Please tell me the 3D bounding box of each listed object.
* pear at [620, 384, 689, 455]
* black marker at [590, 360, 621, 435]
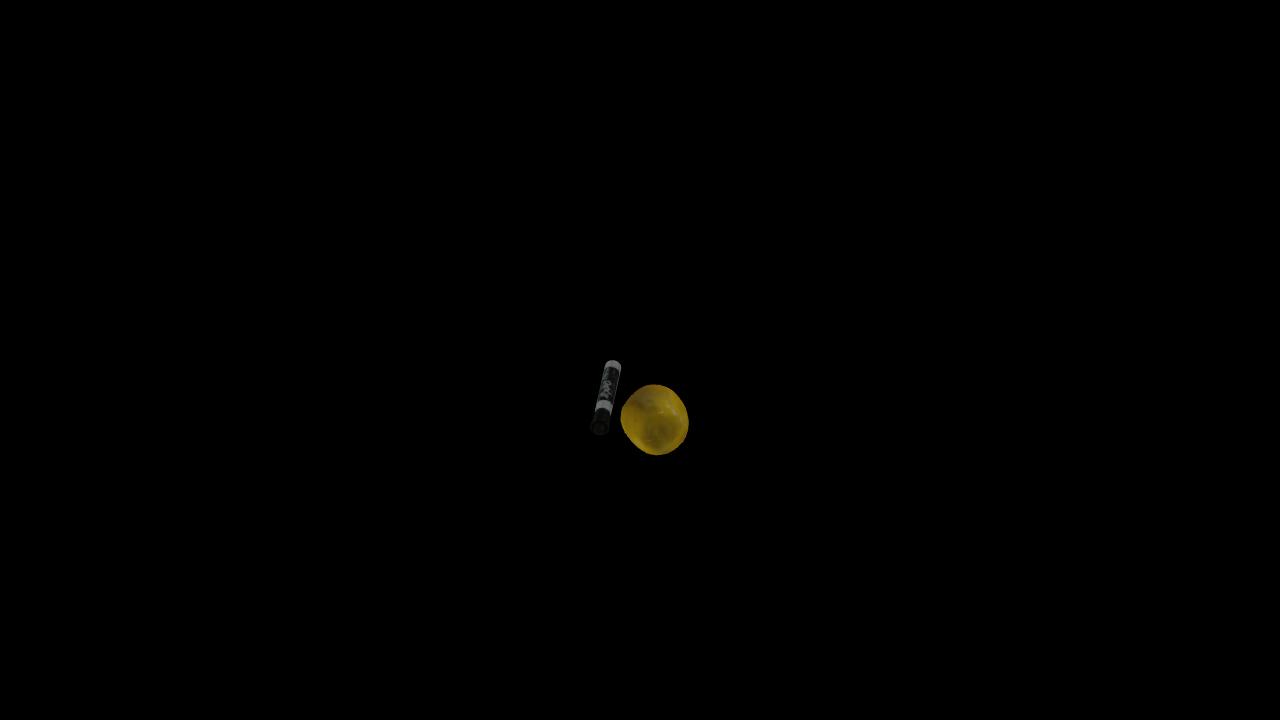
[{"bbox_3d":[0.011,0.059,0.715,0.080,0.080,0.111,0,20,-19],"label":"pear"},{"bbox_3d":[-0.034,0.038,0.637,0.020,0.020,0.121,0,30,5],"label":"black marker"}]
